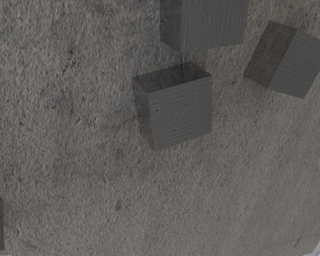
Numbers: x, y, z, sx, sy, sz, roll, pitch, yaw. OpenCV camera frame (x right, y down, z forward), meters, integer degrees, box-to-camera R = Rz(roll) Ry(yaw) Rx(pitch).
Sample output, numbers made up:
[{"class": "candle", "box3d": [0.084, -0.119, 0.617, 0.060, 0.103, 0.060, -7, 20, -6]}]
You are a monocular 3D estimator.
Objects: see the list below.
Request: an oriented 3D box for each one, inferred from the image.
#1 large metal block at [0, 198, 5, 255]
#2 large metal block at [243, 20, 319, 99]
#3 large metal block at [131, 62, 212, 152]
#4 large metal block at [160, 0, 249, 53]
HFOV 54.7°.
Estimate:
[{"class": "large metal block", "box3d": [-0.214, 0.123, 0.331, 0.081, 0.080, 0.050, 3, 117, -30]}, {"class": "large metal block", "box3d": [0.176, -0.093, 0.429, 0.081, 0.050, 0.079, 8, 114, -32]}, {"class": "large metal block", "box3d": [0.016, -0.027, 0.382, 0.081, 0.050, 0.079, -18, 126, -18]}, {"class": "large metal block", "box3d": [0.047, -0.132, 0.334, 0.081, 0.050, 0.079, -14, 124, -21]}]
